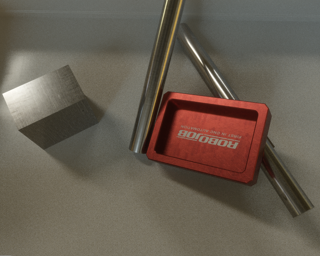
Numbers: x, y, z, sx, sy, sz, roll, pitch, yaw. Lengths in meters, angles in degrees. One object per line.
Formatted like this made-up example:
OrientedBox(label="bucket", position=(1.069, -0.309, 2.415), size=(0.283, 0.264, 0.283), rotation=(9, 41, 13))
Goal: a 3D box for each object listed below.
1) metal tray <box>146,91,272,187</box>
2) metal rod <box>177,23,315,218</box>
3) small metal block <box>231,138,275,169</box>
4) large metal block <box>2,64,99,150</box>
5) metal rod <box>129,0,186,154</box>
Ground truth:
OrientedBox(label="metal tray", position=(0.056, 0.009, 0.370), size=(0.130, 0.030, 0.090), rotation=(11, 79, 28))
OrientedBox(label="metal rod", position=(0.092, -0.028, 0.398), size=(0.025, 0.025, 0.299), rotation=(-23, 63, -9))
OrientedBox(label="small metal block", position=(0.111, 0.019, 0.404), size=(0.050, 0.025, 0.050), rotation=(-28, 73, -10))
OrientedBox(label="large metal block", position=(-0.131, -0.023, 0.387), size=(0.080, 0.080, 0.050), rotation=(-27, 73, -10))
OrientedBox(label="metal rod", position=(0.008, -0.113, 0.378), size=(0.025, 0.025, 0.298), rotation=(15, 99, 5))
